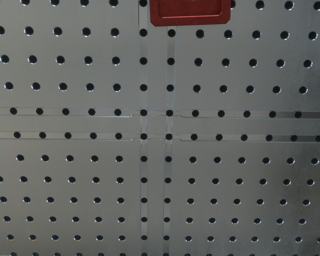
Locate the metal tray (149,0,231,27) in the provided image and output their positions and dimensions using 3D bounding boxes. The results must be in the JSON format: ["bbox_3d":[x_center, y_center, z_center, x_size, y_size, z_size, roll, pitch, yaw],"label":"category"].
[{"bbox_3d":[0.032,-0.182,0.343,0.091,0.030,0.129,-2,110,0],"label":"metal tray"}]
